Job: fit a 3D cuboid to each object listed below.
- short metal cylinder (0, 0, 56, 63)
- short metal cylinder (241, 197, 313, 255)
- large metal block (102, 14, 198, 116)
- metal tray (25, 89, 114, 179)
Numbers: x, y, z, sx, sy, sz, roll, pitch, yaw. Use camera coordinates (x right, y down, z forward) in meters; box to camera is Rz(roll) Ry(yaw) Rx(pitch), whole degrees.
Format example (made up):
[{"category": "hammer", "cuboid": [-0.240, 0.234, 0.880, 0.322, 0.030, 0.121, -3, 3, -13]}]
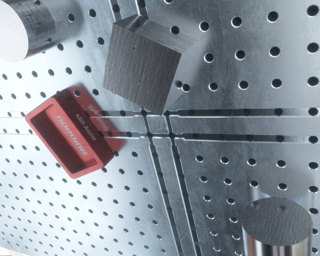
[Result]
[{"category": "short metal cylinder", "cuboid": [-0.188, -0.133, 0.412, 0.080, 0.050, 0.079, 13, 124, 21]}, {"category": "short metal cylinder", "cuboid": [0.143, 0.131, 0.382, 0.080, 0.080, 0.050, 2, 119, 27]}, {"category": "large metal block", "cuboid": [-0.013, -0.073, 0.357, 0.080, 0.050, 0.079, 27, 128, 11]}, {"category": "metal tray", "cuboid": [-0.144, 0.014, 0.492, 0.090, 0.030, 0.130, -25, 105, 36]}]
